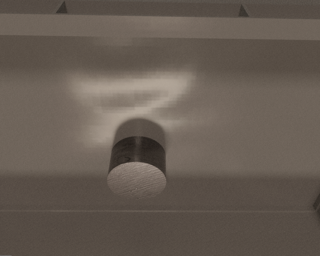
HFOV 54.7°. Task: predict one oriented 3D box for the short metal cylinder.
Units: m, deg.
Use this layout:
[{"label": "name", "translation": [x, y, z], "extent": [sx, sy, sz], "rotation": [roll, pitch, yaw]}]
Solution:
[{"label": "short metal cylinder", "translation": [-0.032, 0.058, 0.442], "extent": [0.081, 0.050, 0.079], "rotation": [0, 130, 0]}]
